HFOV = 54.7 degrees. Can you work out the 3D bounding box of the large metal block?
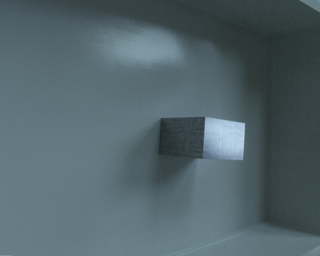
[{"bbox_3d":[0.057,0.015,0.421,0.081,0.080,0.050,7,86,-40],"label":"large metal block"}]
